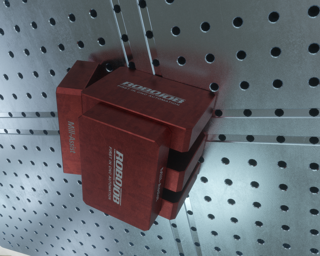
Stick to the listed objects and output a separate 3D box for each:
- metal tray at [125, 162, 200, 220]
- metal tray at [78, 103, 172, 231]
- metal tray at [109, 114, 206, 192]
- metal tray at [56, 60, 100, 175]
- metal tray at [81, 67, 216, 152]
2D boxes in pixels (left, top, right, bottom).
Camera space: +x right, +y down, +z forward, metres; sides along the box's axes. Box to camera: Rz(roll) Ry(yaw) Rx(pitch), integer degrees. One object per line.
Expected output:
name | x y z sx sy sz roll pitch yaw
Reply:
metal tray | -0.022 0.059 0.418 0.130 0.090 0.030 19 126 16
metal tray | -0.041 0.046 0.341 0.090 0.030 0.129 19 126 17
metal tray | -0.018 0.022 0.391 0.130 0.090 0.030 18 124 16
metal tray | -0.104 -0.013 0.413 0.030 0.090 0.129 7 124 -1
metal tray | -0.012 -0.027 0.358 0.130 0.090 0.030 19 126 17
